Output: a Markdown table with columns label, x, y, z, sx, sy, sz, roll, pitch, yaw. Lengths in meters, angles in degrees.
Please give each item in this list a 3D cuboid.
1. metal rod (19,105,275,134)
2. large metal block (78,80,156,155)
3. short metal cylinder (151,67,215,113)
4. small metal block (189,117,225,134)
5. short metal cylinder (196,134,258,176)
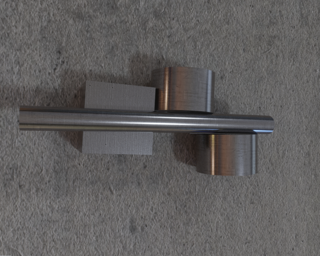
| label | x | y | z | sx | sy | sz | roll | pitch | yaw |
| --- | --- | --- | --- | --- | --- | --- | --- | --- | --- |
| metal rod | 0.004 | -0.007 | 0.358 | 0.303 | 0.025 | 0.025 | 1 | 90 | -22 |
| large metal block | -0.054 | -0.010 | 0.374 | 0.081 | 0.050 | 0.079 | 3 | 89 | -20 |
| short metal cylinder | 0.028 | -0.045 | 0.393 | 0.081 | 0.080 | 0.050 | 2 | 90 | -20 |
| small metal block | 0.052 | -0.005 | 0.416 | 0.050 | 0.050 | 0.025 | 1 | 90 | -20 |
| short metal cylinder | 0.089 | 0.033 | 0.415 | 0.081 | 0.080 | 0.050 | 0 | 90 | -20 |
